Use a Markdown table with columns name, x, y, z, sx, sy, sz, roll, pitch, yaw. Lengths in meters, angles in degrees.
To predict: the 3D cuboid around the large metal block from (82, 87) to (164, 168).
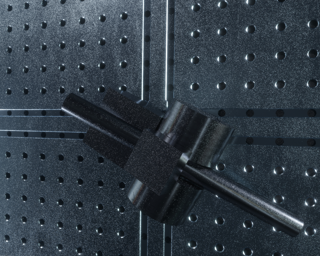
| name | x | y | z | sx | sy | sz | roll | pitch | yaw |
| --- | --- | --- | --- | --- | --- | --- | --- | --- | --- |
| large metal block | -0.041 | 0.003 | 0.408 | 0.080 | 0.050 | 0.080 | 31 | 100 | 17 |

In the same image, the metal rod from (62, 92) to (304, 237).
| name | x | y | z | sx | sy | sz | roll | pitch | yaw |
| --- | --- | --- | --- | --- | --- | --- | --- | --- | --- |
| metal rod | 0.024 | 0.041 | 0.358 | 0.301 | 0.025 | 0.025 | 29 | 100 | 2 |

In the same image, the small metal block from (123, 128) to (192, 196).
| name | x | y | z | sx | sy | sz | roll | pitch | yaw |
| --- | --- | --- | --- | --- | --- | --- | --- | --- | --- |
| small metal block | -0.003 | 0.034 | 0.326 | 0.050 | 0.025 | 0.050 | 32 | 101 | 25 |

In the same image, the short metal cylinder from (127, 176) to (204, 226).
| name | x | y | z | sx | sy | sz | roll | pitch | yaw |
| --- | --- | --- | --- | --- | --- | --- | --- | --- | --- |
| short metal cylinder | 0.007 | 0.073 | 0.377 | 0.080 | 0.080 | 0.050 | 32 | 100 | 17 |

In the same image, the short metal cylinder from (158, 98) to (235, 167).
| name | x | y | z | sx | sy | sz | roll | pitch | yaw |
| --- | --- | --- | --- | --- | --- | --- | --- | --- | --- |
| short metal cylinder | 0.041 | 0.004 | 0.366 | 0.080 | 0.080 | 0.050 | 29 | 100 | 17 |
